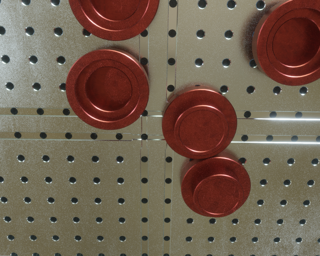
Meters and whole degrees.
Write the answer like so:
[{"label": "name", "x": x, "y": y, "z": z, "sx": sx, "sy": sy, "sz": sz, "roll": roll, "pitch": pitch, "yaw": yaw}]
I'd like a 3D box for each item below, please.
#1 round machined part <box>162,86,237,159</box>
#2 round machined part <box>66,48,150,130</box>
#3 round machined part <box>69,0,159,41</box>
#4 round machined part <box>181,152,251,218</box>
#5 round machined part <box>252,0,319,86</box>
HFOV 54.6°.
[{"label": "round machined part", "x": 0.052, "y": -0.003, "z": 0.404, "sx": 0.099, "sy": 0.042, "sz": 0.097, "roll": 0, "pitch": 110, "yaw": 0}, {"label": "round machined part", "x": -0.062, "y": -0.050, "z": 0.385, "sx": 0.099, "sy": 0.042, "sz": 0.097, "roll": 0, "pitch": 110, "yaw": 0}, {"label": "round machined part", "x": -0.049, "y": -0.150, "z": 0.349, "sx": 0.099, "sy": 0.042, "sz": 0.097, "roll": 0, "pitch": 110, "yaw": 0}, {"label": "round machined part", "x": 0.079, "y": 0.086, "z": 0.436, "sx": 0.099, "sy": 0.042, "sz": 0.097, "roll": 0, "pitch": 110, "yaw": 0}, {"label": "round machined part", "x": 0.158, "y": -0.102, "z": 0.368, "sx": 0.099, "sy": 0.042, "sz": 0.097, "roll": 0, "pitch": 110, "yaw": 0}]
